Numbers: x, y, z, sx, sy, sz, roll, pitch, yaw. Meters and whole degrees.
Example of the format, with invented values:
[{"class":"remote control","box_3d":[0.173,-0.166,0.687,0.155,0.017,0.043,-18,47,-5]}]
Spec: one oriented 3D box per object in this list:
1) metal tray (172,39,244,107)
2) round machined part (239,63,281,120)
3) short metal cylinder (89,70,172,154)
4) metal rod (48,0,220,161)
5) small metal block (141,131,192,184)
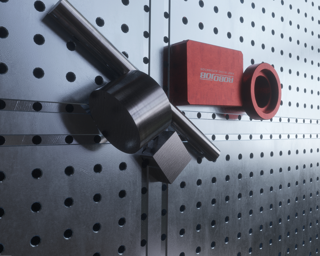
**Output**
[{"class":"metal tray","box_3d":[0.077,-0.078,0.472,0.131,0.030,0.089,-2,91,-40]},{"class":"round machined part","box_3d":[0.168,-0.062,0.542,0.099,0.042,0.097,0,90,-40]},{"class":"short metal cylinder","box_3d":[-0.033,-0.018,0.347,0.050,0.080,0.080,-38,114,-34]},{"class":"metal rod","box_3d":[-0.012,-0.043,0.400,0.300,0.025,0.025,41,65,-32]},{"class":"small metal block","box_3d":[0.010,0.039,0.420,0.050,0.025,0.050,-47,118,-30]}]
